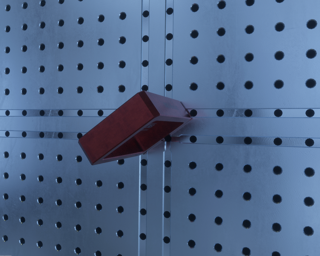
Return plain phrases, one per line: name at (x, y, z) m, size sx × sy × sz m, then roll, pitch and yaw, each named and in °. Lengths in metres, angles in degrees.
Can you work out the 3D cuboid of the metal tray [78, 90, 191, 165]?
metal tray at (-0.022, 0.001, 0.364) m, size 0.090 × 0.130 × 0.030 m, roll -36°, pitch 78°, yaw 16°
